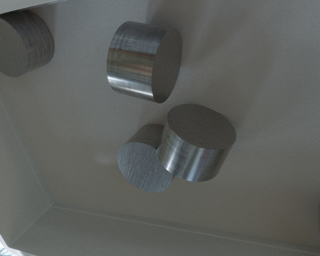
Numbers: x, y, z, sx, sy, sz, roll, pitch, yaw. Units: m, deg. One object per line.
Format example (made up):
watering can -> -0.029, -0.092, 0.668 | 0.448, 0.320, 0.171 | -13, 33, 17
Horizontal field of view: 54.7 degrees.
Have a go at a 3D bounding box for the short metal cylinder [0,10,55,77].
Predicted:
short metal cylinder -> -0.194, -0.116, 0.423 | 0.080, 0.050, 0.079 | 13, 124, 21

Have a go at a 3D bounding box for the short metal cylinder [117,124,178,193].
short metal cylinder -> -0.011, 0.041, 0.423 | 0.080, 0.050, 0.079 | 13, 124, 21

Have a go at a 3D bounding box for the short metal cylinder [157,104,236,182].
short metal cylinder -> 0.041, 0.016, 0.361 | 0.080, 0.080, 0.050 | 26, 128, 12

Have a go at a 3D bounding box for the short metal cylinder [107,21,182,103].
short metal cylinder -> -0.014, -0.071, 0.337 | 0.050, 0.080, 0.079 | 16, 125, 19
